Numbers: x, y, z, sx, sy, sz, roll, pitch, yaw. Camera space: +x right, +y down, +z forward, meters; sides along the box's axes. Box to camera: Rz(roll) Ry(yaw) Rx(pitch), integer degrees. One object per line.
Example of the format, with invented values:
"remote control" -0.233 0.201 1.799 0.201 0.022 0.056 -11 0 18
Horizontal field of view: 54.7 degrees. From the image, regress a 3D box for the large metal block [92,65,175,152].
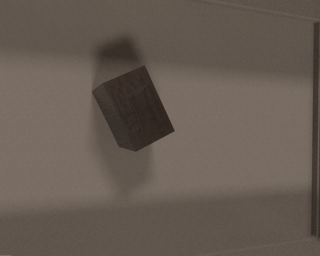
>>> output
"large metal block" -0.035 -0.021 0.369 0.050 0.080 0.080 -28 100 -18
